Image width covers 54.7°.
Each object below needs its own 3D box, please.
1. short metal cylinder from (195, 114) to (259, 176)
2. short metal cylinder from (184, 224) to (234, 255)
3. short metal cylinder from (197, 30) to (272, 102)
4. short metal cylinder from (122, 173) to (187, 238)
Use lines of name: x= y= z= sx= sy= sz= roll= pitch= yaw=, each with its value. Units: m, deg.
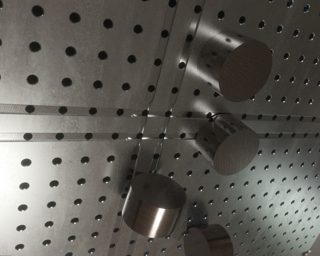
short metal cylinder: x=0.101 y=0.025 z=0.468 sx=0.081 sy=0.050 sz=0.079 roll=-14 pitch=125 yaw=-21
short metal cylinder: x=0.086 y=0.218 z=0.560 sx=0.050 sy=0.080 sz=0.079 roll=1 pitch=118 yaw=-29
short metal cylinder: x=0.096 y=-0.080 z=0.400 sx=0.081 sy=0.050 sz=0.079 roll=-14 pitch=125 yaw=-21
short metal cylinder: x=-0.008 y=0.107 z=0.439 sx=0.081 sy=0.080 sz=0.050 roll=4 pitch=117 yaw=-31
